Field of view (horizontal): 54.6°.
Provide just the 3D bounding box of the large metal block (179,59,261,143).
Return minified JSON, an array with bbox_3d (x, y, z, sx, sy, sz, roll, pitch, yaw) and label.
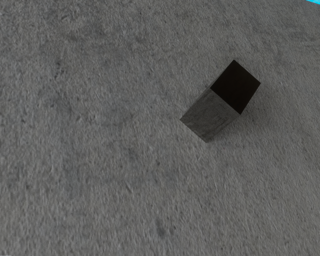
[{"bbox_3d":[0.084,-0.037,0.436,0.050,0.080,0.080,42,51,0],"label":"large metal block"}]
